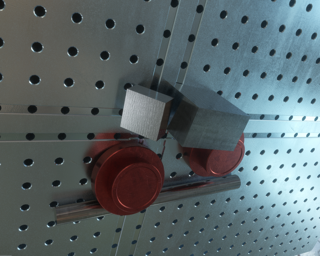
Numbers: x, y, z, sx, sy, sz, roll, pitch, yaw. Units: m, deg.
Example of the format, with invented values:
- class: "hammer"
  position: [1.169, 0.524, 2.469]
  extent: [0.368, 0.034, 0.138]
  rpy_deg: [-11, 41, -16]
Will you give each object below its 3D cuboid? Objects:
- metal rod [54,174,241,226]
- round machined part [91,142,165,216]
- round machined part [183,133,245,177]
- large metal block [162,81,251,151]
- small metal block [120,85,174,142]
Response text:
- class: "metal rod"
  position: [-0.002, 0.105, 0.474]
  extent: [0.303, 0.025, 0.025]
  rpy_deg: [-5, 121, -26]
- class: "round machined part"
  position: [-0.037, 0.071, 0.408]
  extent: [0.099, 0.042, 0.097]
  rpy_deg: [-7, 106, -26]
- class: "round machined part"
  position: [0.089, 0.035, 0.470]
  extent: [0.099, 0.042, 0.097]
  rpy_deg: [-14, 124, -21]
- class: "large metal block"
  position: [0.051, -0.015, 0.394]
  extent: [0.081, 0.080, 0.050]
  rpy_deg: [7, 115, -32]
- class: "small metal block"
  position: [-0.016, -0.019, 0.372]
  extent: [0.025, 0.050, 0.050]
  rpy_deg: [-37, 145, -59]
